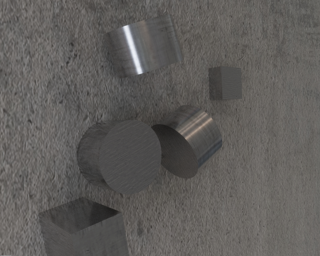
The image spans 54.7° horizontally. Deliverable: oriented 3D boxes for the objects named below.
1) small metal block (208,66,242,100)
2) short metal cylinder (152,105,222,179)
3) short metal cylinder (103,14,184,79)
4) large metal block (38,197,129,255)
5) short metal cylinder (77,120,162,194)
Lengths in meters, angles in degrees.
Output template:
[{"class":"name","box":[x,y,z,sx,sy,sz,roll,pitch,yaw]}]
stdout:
[{"class":"small metal block","box":[0.104,-0.070,0.492,0.050,0.025,0.050,-5,93,-40]},{"class":"short metal cylinder","box":[0.031,0.017,0.395,0.050,0.080,0.080,-37,113,-34]},{"class":"short metal cylinder","box":[-0.018,-0.092,0.354,0.081,0.080,0.050,-28,108,-37]},{"class":"large metal block","box":[-0.074,0.122,0.307,0.050,0.080,0.079,-14,100,-39]},{"class":"short metal cylinder","box":[-0.045,0.031,0.351,0.081,0.050,0.079,0,90,-40]}]
